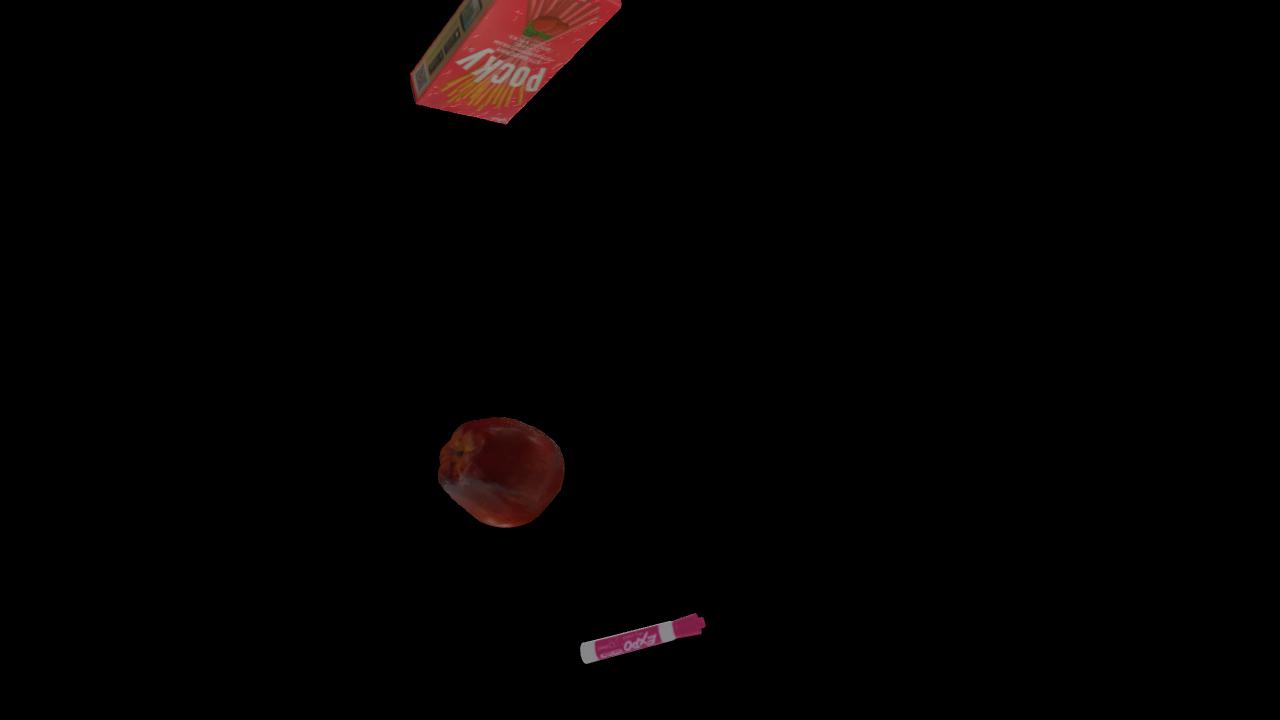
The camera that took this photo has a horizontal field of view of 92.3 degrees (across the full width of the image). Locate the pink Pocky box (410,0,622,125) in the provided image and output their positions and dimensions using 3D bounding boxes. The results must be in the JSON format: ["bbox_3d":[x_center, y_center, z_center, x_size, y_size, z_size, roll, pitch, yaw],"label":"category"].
[{"bbox_3d":[-0.094,-0.230,0.446,0.155,0.029,0.084,-22,-10,42],"label":"pink Pocky box"}]

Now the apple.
[{"bbox_3d":[-0.098,0.080,0.447,0.079,0.079,0.093,0,-28,38],"label":"apple"}]

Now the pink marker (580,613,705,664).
[{"bbox_3d":[0.003,0.260,0.575,0.121,0.020,0.020,-19,-3,10],"label":"pink marker"}]
